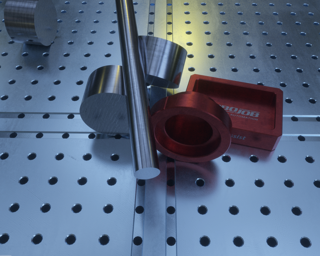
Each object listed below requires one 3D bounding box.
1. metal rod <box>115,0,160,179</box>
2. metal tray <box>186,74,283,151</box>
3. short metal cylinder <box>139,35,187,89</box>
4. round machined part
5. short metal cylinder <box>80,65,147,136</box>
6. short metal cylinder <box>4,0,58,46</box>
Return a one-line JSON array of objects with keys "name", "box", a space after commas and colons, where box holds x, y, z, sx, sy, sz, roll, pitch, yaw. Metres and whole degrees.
[{"name": "metal rod", "box": [-0.034, -0.079, 0.376, 0.025, 0.025, 0.299, -6, 56, -5]}, {"name": "metal tray", "box": [0.097, -0.025, 0.425, 0.131, 0.030, 0.090, 12, 51, 9]}, {"name": "short metal cylinder", "box": [-0.006, -0.091, 0.439, 0.080, 0.080, 0.050, 13, 88, 11]}, {"name": "round machined part", "box": [0.035, -0.005, 0.364, 0.098, 0.097, 0.042, 9, 50, 7]}, {"name": "short metal cylinder", "box": [-0.058, -0.034, 0.400, 0.080, 0.080, 0.050, 2, 50, 1]}, {"name": "short metal cylinder", "box": [-0.215, -0.182, 0.524, 0.050, 0.080, 0.080, 7, 51, 6]}]
